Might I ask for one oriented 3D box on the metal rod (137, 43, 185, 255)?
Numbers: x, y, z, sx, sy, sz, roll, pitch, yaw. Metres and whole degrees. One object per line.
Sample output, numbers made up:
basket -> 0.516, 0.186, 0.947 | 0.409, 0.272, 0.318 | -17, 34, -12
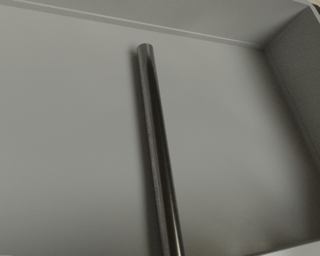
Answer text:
metal rod -> -0.004, 0.013, 0.395 | 0.025, 0.025, 0.299 | 6, 59, -25
